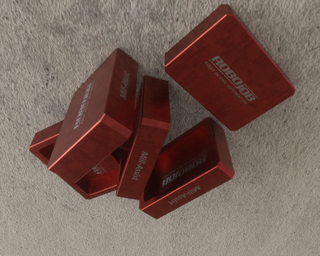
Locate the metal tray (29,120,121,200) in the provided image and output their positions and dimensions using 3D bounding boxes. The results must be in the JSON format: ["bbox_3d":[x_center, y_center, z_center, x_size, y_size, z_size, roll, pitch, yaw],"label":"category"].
[{"bbox_3d":[-0.105,0.044,0.442,0.090,0.030,0.130,-23,127,18],"label":"metal tray"}]

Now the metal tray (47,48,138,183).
[{"bbox_3d":[-0.066,-0.018,0.324,0.030,0.130,0.090,36,121,-27],"label":"metal tray"}]

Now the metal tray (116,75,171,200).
[{"bbox_3d":[-0.022,0.014,0.377,0.030,0.090,0.129,13,129,-11],"label":"metal tray"}]

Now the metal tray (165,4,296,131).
[{"bbox_3d":[0.080,-0.061,0.354,0.090,0.030,0.130,-37,122,26],"label":"metal tray"}]

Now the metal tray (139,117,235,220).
[{"bbox_3d":[0.030,0.053,0.412,0.130,0.090,0.030,-36,122,26],"label":"metal tray"}]
